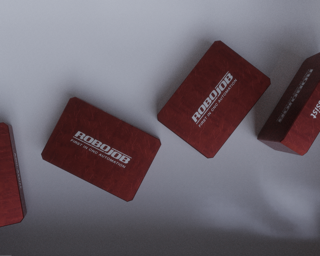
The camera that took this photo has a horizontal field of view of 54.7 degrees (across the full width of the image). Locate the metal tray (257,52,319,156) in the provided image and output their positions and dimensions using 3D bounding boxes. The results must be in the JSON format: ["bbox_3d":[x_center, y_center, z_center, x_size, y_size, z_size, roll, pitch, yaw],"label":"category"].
[{"bbox_3d":[0.178,-0.032,0.380,0.030,0.090,0.130,32,90,0],"label":"metal tray"}]

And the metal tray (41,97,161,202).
[{"bbox_3d":[-0.075,0.027,0.408,0.130,0.030,0.090,27,90,0],"label":"metal tray"}]

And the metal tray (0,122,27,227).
[{"bbox_3d":[-0.230,0.063,0.395,0.091,0.030,0.129,-10,90,-17],"label":"metal tray"}]

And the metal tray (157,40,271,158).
[{"bbox_3d":[0.069,-0.037,0.409,0.090,0.030,0.130,38,90,0],"label":"metal tray"}]
